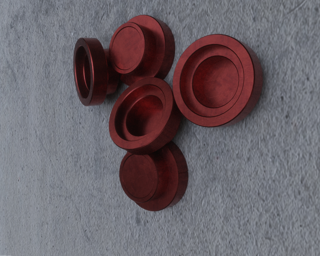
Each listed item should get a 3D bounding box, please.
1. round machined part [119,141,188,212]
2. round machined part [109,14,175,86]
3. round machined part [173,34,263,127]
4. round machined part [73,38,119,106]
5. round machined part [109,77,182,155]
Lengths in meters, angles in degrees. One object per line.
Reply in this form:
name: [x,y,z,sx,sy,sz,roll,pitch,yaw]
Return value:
round machined part: [-0.015,0.060,0.405,0.098,0.042,0.097,0,90,39]
round machined part: [-0.031,-0.104,0.418,0.098,0.042,0.097,0,90,39]
round machined part: [0.065,-0.049,0.340,0.098,0.042,0.097,0,90,39]
round machined part: [-0.093,-0.082,0.456,0.098,0.042,0.097,22,116,57]
round machined part: [-0.014,-0.012,0.391,0.098,0.042,0.098,-17,58,29]
